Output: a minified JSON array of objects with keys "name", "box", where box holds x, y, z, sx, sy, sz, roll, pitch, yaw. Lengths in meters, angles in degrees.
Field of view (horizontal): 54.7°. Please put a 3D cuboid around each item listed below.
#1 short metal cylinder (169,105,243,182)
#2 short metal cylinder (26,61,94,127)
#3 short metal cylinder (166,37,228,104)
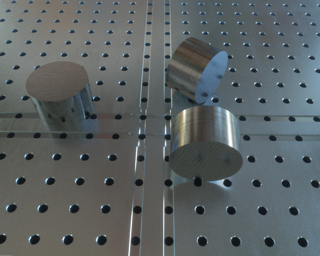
[{"name":"short metal cylinder","box":[0.052,0.020,0.356,0.080,0.080,0.050,3,50,2]},{"name":"short metal cylinder","box":[-0.137,-0.048,0.430,0.081,0.050,0.080,0,50,0]},{"name":"short metal cylinder","box":[0.053,-0.082,0.441,0.050,0.080,0.080,32,57,24]}]
